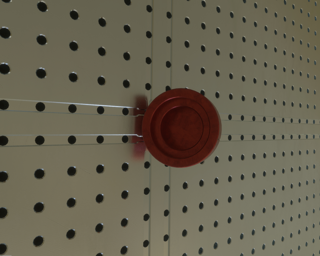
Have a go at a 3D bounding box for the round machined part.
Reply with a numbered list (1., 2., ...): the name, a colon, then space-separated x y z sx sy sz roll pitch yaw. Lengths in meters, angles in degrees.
1. round machined part: 0.030 0.001 0.398 0.042 0.098 0.098 8 84 -71
